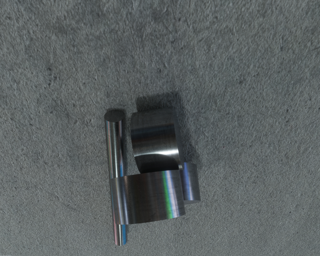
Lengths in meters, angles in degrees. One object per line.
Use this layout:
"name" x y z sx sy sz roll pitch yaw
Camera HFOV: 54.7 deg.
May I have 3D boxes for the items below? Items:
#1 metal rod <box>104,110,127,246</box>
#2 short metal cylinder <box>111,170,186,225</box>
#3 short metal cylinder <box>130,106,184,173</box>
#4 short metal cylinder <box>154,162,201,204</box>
"metal rod" -0.066 0.098 0.489 0.025 0.025 0.298 2 130 -2
"short metal cylinder" -0.014 0.079 0.359 0.081 0.050 0.080 -7 169 -1
"short metal cylinder" -0.001 0.016 0.385 0.050 0.080 0.080 -9 130 8
"short metal cylinder" 0.015 0.082 0.438 0.081 0.050 0.080 -4 161 -1
